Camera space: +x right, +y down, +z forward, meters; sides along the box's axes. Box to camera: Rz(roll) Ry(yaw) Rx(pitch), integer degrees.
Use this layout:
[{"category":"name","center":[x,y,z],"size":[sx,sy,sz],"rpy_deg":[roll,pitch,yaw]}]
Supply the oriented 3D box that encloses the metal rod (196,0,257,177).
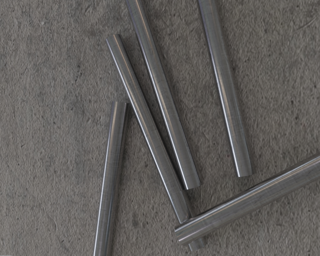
[{"category":"metal rod","center":[0.073,-0.090,0.383],"size":[0.025,0.025,0.298],"rpy_deg":[-13,86,19]}]

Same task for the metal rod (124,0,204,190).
[{"category":"metal rod","center":[-0.001,-0.067,0.409],"size":[0.025,0.025,0.299],"rpy_deg":[-20,84,19]}]

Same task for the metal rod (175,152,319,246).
[{"category":"metal rod","center":[0.150,0.054,0.341],"size":[0.300,0.025,0.025],"rpy_deg":[-31,80,12]}]

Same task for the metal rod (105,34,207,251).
[{"category":"metal rod","center":[-0.008,0.013,0.411],"size":[0.025,0.025,0.299],"rpy_deg":[-25,82,18]}]

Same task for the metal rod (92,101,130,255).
[{"category":"metal rod","center":[-0.074,0.112,0.434],"size":[0.025,0.025,0.298],"rpy_deg":[9,93,20]}]
